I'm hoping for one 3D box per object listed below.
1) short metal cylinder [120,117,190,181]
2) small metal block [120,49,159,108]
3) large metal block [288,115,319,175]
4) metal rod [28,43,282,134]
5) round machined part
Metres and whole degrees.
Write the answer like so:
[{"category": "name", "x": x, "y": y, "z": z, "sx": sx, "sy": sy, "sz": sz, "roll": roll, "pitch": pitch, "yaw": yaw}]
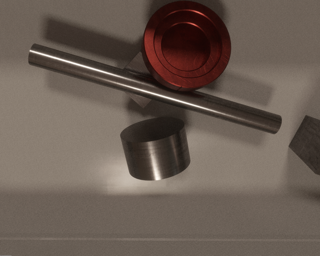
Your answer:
[{"category": "short metal cylinder", "x": -0.005, "y": 0.024, "z": 0.391, "sx": 0.080, "sy": 0.080, "sz": 0.050, "roll": -10, "pitch": 110, "yaw": 3}, {"category": "small metal block", "x": -0.022, "y": -0.062, "z": 0.388, "sx": 0.050, "sy": 0.025, "sz": 0.050, "roll": 41, "pitch": 105, "yaw": -14}, {"category": "large metal block", "x": 0.228, "y": 0.031, "z": 0.397, "sx": 0.080, "sy": 0.080, "sz": 0.050, "roll": 19, "pitch": 109, "yaw": -7}, {"category": "metal rod", "x": 0.001, "y": -0.044, "z": 0.368, "sx": 0.302, "sy": 0.025, "sz": 0.025, "roll": 15, "pitch": 109, "yaw": -7}, {"category": "round machined part", "x": 0.027, "y": -0.090, "z": 0.356, "sx": 0.099, "sy": 0.042, "sz": 0.097, "roll": 1, "pitch": 85, "yaw": -10}]
